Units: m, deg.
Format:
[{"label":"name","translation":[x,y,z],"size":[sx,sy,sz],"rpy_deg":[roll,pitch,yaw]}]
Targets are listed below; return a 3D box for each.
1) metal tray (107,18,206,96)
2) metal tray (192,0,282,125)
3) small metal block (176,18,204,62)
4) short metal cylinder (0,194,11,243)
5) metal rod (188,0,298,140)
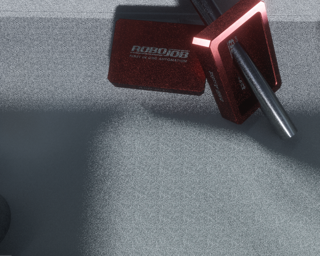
[{"label":"metal tray","translation":[0.000,-0.097,0.425],"size":[0.131,0.030,0.089],"rpy_deg":[7,85,6]},{"label":"metal tray","translation":[0.102,-0.079,0.388],"size":[0.090,0.130,0.030],"rpy_deg":[-41,39,-14]},{"label":"small metal block","translation":[0.044,-0.129,0.457],"size":[0.050,0.025,0.050],"rpy_deg":[15,70,5]},{"label":"short metal cylinder","translation":[-0.223,0.107,0.355],"size":[0.081,0.050,0.080],"rpy_deg":[0,70,0]},{"label":"metal rod","translation":[0.082,-0.111,0.383],"size":[0.025,0.025,0.299],"rpy_deg":[-39,100,-13]}]
